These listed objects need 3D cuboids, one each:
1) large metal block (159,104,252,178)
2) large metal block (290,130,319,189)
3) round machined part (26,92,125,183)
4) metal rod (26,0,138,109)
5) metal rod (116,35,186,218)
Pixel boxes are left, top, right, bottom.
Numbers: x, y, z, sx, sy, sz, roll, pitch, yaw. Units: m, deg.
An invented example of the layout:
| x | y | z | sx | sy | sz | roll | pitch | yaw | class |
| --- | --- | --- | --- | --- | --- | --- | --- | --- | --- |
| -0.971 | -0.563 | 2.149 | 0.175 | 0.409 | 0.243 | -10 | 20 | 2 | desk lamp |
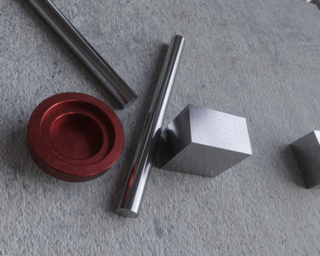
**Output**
| x | y | z | sx | sy | sz | roll | pitch | yaw | class |
| --- | --- | --- | --- | --- | --- | --- | --- | --- | --- |
| 0.053 | 0.020 | 0.387 | 0.081 | 0.080 | 0.050 | 13 | 57 | -22 | large metal block |
| 0.273 | 0.053 | 0.506 | 0.081 | 0.050 | 0.080 | 5 | 60 | -26 | large metal block |
| -0.092 | 0.013 | 0.336 | 0.099 | 0.042 | 0.098 | 14 | 56 | -21 | round machined part |
| -0.138 | -0.144 | 0.417 | 0.300 | 0.025 | 0.025 | 48 | 51 | 5 | metal rod |
| -0.003 | -0.025 | 0.419 | 0.025 | 0.025 | 0.300 | 25 | 53 | -13 | metal rod |
